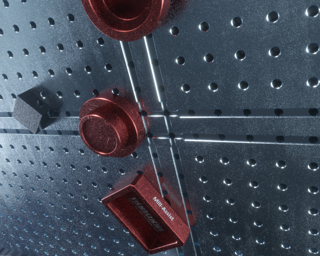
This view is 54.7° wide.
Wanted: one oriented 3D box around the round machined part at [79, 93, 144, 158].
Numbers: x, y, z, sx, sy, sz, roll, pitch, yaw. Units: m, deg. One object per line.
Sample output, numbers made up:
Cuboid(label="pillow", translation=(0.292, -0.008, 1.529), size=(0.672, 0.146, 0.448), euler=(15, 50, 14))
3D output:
Cuboid(label="round machined part", translation=(-0.075, 0.002, 0.441), size=(0.098, 0.042, 0.097), euler=(13, 124, 21))

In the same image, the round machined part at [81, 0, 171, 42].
Cuboid(label="round machined part", translation=(-0.033, -0.145, 0.328), size=(0.098, 0.042, 0.097), euler=(13, 124, 21))

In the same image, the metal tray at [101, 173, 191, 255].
Cuboid(label="metal tray", translation=(-0.024, 0.144, 0.509), size=(0.090, 0.030, 0.130), euler=(-33, 100, 38))

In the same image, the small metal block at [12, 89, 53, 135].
Cuboid(label="small metal block", translation=(-0.209, -0.026, 0.506), size=(0.050, 0.025, 0.050), euler=(38, 129, 2))
